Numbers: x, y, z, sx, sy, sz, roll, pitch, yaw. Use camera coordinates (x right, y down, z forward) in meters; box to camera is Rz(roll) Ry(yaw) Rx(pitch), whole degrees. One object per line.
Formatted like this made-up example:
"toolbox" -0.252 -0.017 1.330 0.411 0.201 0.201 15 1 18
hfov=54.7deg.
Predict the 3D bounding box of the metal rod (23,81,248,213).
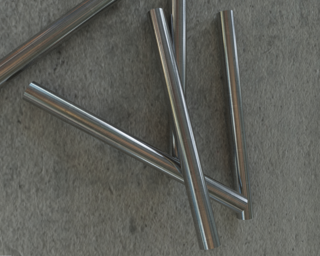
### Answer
"metal rod" -0.021 0.029 0.382 0.301 0.025 0.025 29 80 -11

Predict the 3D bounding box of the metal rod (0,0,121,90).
"metal rod" -0.147 -0.087 0.354 0.301 0.025 0.025 -43 104 -15

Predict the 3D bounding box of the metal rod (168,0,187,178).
"metal rod" 0.023 -0.083 0.418 0.025 0.025 0.298 0 90 -20

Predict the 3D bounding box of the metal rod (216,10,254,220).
"metal rod" 0.109 -0.017 0.450 0.025 0.025 0.298 -7 93 -20

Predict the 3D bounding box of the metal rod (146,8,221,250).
"metal rod" 0.026 -0.008 0.381 0.025 0.025 0.299 -9 79 -20
